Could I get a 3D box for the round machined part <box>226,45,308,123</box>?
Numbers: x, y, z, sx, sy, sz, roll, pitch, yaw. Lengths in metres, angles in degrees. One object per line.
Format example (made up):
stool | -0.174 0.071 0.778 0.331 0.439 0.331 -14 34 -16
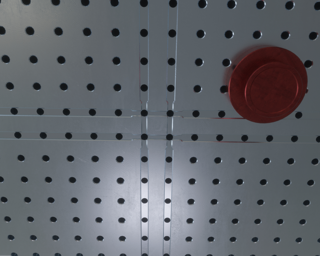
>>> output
round machined part | 0.135 -0.051 0.386 0.099 0.042 0.097 0 110 0
